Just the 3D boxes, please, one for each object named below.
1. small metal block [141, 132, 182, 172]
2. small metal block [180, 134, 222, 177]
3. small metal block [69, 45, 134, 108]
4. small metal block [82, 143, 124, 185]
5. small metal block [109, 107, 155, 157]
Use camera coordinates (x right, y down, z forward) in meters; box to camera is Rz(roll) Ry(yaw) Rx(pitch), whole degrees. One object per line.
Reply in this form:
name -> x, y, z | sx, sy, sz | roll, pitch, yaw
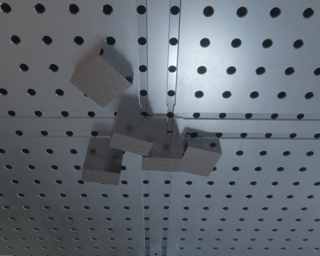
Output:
small metal block -> 0.002, 0.032, 0.422 | 0.050, 0.050, 0.025 | 4, 130, -3
small metal block -> 0.054, 0.041, 0.446 | 0.050, 0.025, 0.050 | 13, 129, -11
small metal block -> -0.067, -0.059, 0.361 | 0.050, 0.025, 0.050 | -34, 123, 25
small metal block -> -0.080, 0.051, 0.437 | 0.050, 0.050, 0.025 | 9, 130, -8
small metal block -> -0.035, 0.005, 0.399 | 0.050, 0.050, 0.025 | 16, 128, -13
